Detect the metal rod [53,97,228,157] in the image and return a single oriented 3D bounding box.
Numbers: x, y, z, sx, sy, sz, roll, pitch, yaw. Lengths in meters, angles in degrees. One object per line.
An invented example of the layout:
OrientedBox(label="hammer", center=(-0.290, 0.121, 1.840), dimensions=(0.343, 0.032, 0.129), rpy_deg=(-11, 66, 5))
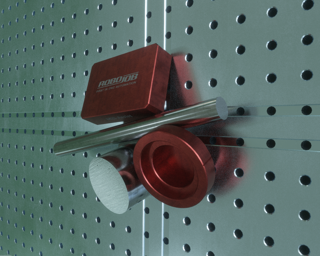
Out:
OrientedBox(label="metal rod", center=(-0.050, 0.007, 0.414), dimensions=(0.300, 0.025, 0.025), rpy_deg=(-14, 82, 38))

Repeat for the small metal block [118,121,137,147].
OrientedBox(label="small metal block", center=(-0.030, 0.015, 0.443), dimensions=(0.050, 0.025, 0.050), rpy_deg=(23, 104, 37))

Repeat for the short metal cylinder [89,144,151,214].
OrientedBox(label="short metal cylinder", center=(-0.051, 0.067, 0.417), dimensions=(0.080, 0.050, 0.079), rpy_deg=(21, 122, 38))

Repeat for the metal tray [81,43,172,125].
OrientedBox(label="metal tray", center=(-0.049, -0.056, 0.426), dimensions=(0.130, 0.030, 0.090), rpy_deg=(-6, 67, 39))

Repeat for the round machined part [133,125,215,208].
OrientedBox(label="round machined part", center=(0.020, 0.041, 0.365), dimensions=(0.098, 0.042, 0.097), rpy_deg=(16, 120, 29))
